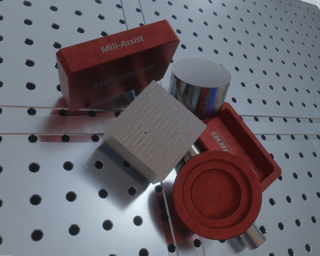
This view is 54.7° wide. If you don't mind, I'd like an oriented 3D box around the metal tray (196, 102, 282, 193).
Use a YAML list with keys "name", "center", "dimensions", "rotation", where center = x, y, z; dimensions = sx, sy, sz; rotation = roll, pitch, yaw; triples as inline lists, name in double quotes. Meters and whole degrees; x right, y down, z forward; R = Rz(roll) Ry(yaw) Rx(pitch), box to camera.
- name: "metal tray"
  center: [0.100, 0.034, 0.433]
  dimensions: [0.091, 0.030, 0.130]
  rotation: [-28, 77, -37]

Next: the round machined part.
- name: "round machined part"
  center: [0.064, 0.077, 0.362]
  dimensions: [0.099, 0.042, 0.098]
  rotation: [0, 78, 1]

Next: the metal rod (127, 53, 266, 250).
- name: "metal rod"
  center: [0.033, 0.023, 0.407]
  dimensions: [0.025, 0.025, 0.299]
  rotation: [-28, 77, -37]

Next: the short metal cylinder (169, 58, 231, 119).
- name: "short metal cylinder"
  center: [0.053, -0.056, 0.432]
  dimensions: [0.081, 0.050, 0.080]
  rotation: [5, 39, -4]

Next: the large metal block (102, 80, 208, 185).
- name: "large metal block"
  center: [-0.008, 0.006, 0.356]
  dimensions: [0.080, 0.050, 0.080]
  rotation: [41, 69, -1]

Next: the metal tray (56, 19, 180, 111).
- name: "metal tray"
  center: [-0.049, -0.071, 0.361]
  dimensions: [0.131, 0.090, 0.030]
  rotation: [-23, 76, -21]
